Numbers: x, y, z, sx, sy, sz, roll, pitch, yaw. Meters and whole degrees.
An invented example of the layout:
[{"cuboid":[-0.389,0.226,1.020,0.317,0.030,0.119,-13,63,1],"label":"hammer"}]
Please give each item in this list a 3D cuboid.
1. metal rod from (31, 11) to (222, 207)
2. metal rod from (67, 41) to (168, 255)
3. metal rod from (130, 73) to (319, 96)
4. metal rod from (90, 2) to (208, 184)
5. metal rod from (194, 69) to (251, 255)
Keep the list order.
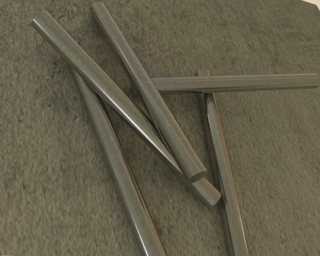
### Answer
[{"cuboid":[-0.036,-0.018,0.372,0.300,0.025,0.025,46,51,-6],"label":"metal rod"},{"cuboid":[-0.057,0.022,0.360,0.025,0.025,0.299,-13,68,-34],"label":"metal rod"},{"cuboid":[0.107,-0.066,0.462,0.302,0.025,0.025,-4,63,-16],"label":"metal rod"},{"cuboid":[-0.026,-0.063,0.396,0.025,0.025,0.299,-10,57,-33],"label":"metal rod"},{"cuboid":[0.082,0.044,0.422,0.025,0.025,0.299,8,58,-25],"label":"metal rod"}]
